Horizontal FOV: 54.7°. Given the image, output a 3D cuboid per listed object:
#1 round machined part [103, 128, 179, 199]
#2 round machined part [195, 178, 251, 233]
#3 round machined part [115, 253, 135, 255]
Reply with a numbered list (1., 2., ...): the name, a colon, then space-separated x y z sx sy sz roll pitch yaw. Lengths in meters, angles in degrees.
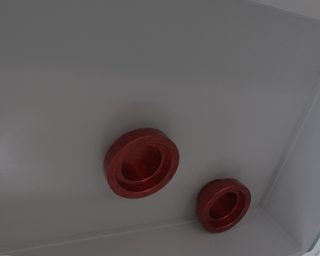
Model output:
1. round machined part: -0.027 0.042 0.408 0.099 0.042 0.097 -14 124 -21
2. round machined part: 0.103 0.126 0.529 0.099 0.042 0.097 -12 120 -22
3. round machined part: -0.063 0.251 0.521 0.099 0.042 0.097 -14 124 -21
